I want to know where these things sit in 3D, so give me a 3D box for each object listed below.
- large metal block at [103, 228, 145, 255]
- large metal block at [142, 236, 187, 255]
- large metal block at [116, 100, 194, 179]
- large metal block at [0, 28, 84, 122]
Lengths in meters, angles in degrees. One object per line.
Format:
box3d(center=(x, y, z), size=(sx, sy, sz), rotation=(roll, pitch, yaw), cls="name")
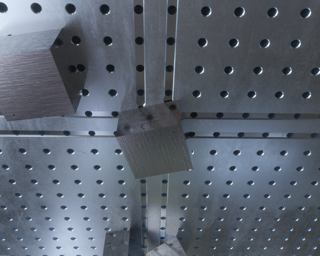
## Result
box3d(center=(-0.068, 0.252, 0.589), size=(0.050, 0.080, 0.080), rotation=(-14, 129, 11), cls="large metal block")
box3d(center=(0.017, 0.274, 0.611), size=(0.080, 0.050, 0.080), rotation=(-27, 129, -9), cls="large metal block")
box3d(center=(-0.004, 0.016, 0.409), size=(0.080, 0.050, 0.080), rotation=(-11, 130, 9), cls="large metal block")
box3d(center=(-0.140, -0.058, 0.344), size=(0.080, 0.050, 0.080), rotation=(-6, 130, 4), cls="large metal block")
